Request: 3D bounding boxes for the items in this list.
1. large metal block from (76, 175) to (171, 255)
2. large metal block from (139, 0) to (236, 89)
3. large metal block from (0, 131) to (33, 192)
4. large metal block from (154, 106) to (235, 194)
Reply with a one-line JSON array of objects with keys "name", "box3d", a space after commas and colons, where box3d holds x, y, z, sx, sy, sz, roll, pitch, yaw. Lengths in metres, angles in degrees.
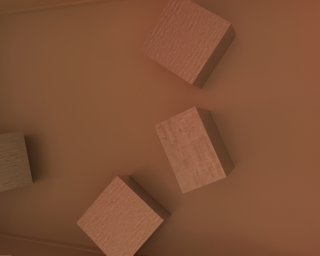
[{"name": "large metal block", "box3d": [-0.045, 0.119, 0.405, 0.080, 0.050, 0.080, 41, 92, 15]}, {"name": "large metal block", "box3d": [0.035, -0.105, 0.384, 0.080, 0.050, 0.080, 36, 101, 16]}, {"name": "large metal block", "box3d": [-0.239, 0.053, 0.457, 0.081, 0.050, 0.080, -11, 85, -26]}, {"name": "large metal block", "box3d": [0.044, 0.023, 0.365, 0.050, 0.080, 0.080, -25, 82, 18]}]
